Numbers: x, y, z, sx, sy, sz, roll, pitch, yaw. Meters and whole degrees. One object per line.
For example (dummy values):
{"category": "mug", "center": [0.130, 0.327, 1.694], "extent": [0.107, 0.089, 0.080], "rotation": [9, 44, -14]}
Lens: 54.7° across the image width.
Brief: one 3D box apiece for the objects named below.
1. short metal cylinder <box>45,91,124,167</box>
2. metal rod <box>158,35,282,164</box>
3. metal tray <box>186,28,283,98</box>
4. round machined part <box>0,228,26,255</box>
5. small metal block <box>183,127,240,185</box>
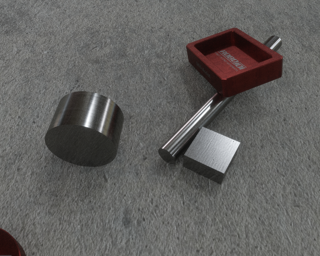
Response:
{"category": "short metal cylinder", "center": [-0.087, 0.003, 0.365], "extent": [0.080, 0.080, 0.050], "rotation": [4, 50, 3]}
{"category": "metal rod", "center": [0.101, -0.056, 0.450], "extent": [0.025, 0.025, 0.301], "rotation": [31, 56, 23]}
{"category": "metal tray", "center": [0.105, -0.102, 0.459], "extent": [0.091, 0.030, 0.130], "rotation": [-21, 39, -7]}
{"category": "round machined part", "center": [-0.177, 0.134, 0.278], "extent": [0.099, 0.042, 0.098], "rotation": [0, 50, 0]}
{"category": "small metal block", "center": [0.062, 0.032, 0.376], "extent": [0.050, 0.025, 0.050], "rotation": [24, 54, 18]}
